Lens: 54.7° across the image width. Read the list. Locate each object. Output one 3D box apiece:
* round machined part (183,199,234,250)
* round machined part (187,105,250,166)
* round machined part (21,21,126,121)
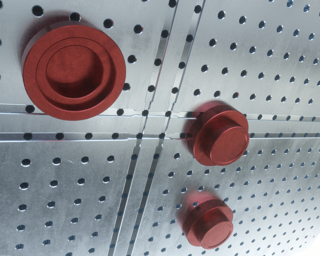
[{"bbox_3d":[0.094,0.183,0.568,0.099,0.042,0.097,-14,124,-21],"label":"round machined part"},{"bbox_3d":[0.094,0.018,0.465,0.099,0.042,0.097,-14,125,-21],"label":"round machined part"},{"bbox_3d":[-0.088,-0.060,0.316,0.099,0.042,0.097,-14,125,-21],"label":"round machined part"}]
